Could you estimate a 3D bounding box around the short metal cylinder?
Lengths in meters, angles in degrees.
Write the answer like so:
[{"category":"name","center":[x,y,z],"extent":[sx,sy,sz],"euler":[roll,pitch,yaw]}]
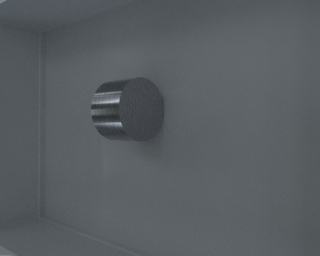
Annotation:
[{"category":"short metal cylinder","center":[-0.040,-0.023,0.399],"extent":[0.050,0.081,0.079],"euler":[0,90,40]}]
